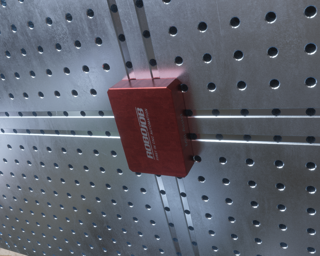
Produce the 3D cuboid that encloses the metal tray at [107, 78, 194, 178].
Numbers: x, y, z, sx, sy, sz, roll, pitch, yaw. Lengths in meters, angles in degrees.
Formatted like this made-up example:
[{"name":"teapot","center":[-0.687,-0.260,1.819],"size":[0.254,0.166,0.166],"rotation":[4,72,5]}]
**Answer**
[{"name":"metal tray","center":[-0.010,0.001,0.412],"size":[0.090,0.030,0.129],"rotation":[2,120,27]}]
